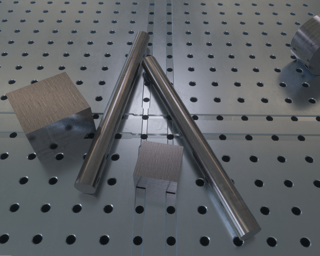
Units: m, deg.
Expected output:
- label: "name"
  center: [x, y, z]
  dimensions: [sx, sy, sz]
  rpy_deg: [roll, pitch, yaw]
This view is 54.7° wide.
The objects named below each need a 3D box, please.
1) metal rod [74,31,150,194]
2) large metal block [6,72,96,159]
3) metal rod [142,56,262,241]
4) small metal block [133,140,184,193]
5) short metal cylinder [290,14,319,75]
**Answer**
- label: "metal rod"
  center: [-0.057, -0.045, 0.444]
  dimensions: [0.025, 0.025, 0.300]
  rpy_deg: [8, 50, 7]
- label: "large metal block"
  center: [-0.141, -0.019, 0.406]
  dimensions: [0.081, 0.050, 0.080]
  rpy_deg: [-27, 55, -21]
- label: "metal rod"
  center: [0.037, 0.002, 0.405]
  dimensions: [0.025, 0.025, 0.300]
  rpy_deg: [-17, 52, -14]
- label: "small metal block"
  center: [-0.001, 0.045, 0.369]
  dimensions: [0.050, 0.025, 0.050]
  rpy_deg: [8, 51, 7]
- label: "short metal cylinder"
  center: [0.255, -0.130, 0.483]
  dimensions: [0.081, 0.080, 0.050]
  rpy_deg: [-14, 52, -11]
